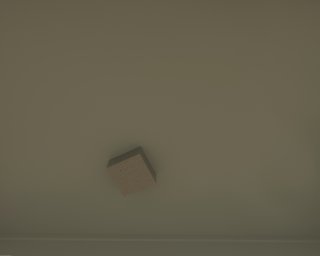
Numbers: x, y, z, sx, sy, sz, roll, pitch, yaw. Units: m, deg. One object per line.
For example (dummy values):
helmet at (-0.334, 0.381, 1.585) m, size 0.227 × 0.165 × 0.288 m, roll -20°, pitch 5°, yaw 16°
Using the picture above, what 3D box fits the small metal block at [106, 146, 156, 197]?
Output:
small metal block at (-0.039, 0.061, 0.433) m, size 0.050 × 0.025 × 0.050 m, roll -24°, pitch 109°, yaw 8°
